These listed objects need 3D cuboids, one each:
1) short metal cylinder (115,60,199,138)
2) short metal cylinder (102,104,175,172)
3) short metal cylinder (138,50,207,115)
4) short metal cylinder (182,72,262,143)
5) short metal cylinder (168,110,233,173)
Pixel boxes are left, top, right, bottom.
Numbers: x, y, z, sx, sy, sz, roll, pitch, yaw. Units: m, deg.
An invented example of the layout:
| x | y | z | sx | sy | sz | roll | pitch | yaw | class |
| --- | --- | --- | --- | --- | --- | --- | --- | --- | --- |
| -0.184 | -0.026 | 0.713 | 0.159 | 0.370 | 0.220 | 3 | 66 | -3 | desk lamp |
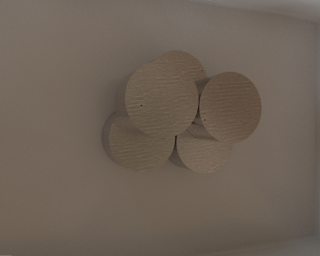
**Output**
| x | y | z | sx | sy | sz | roll | pitch | yaw | class |
| --- | --- | --- | --- | --- | --- | --- | --- | --- | --- |
| -0.005 | -0.030 | 0.340 | 0.081 | 0.050 | 0.080 | 0 | 90 | -20 | short metal cylinder |
| -0.028 | 0.012 | 0.385 | 0.081 | 0.050 | 0.080 | 0 | 90 | -20 | short metal cylinder |
| 0.014 | -0.055 | 0.401 | 0.081 | 0.050 | 0.080 | 0 | 90 | -20 | short metal cylinder |
| 0.071 | -0.023 | 0.367 | 0.081 | 0.050 | 0.080 | 0 | 90 | -20 | short metal cylinder |
| 0.049 | 0.017 | 0.413 | 0.081 | 0.050 | 0.080 | 0 | 90 | -20 | short metal cylinder |
